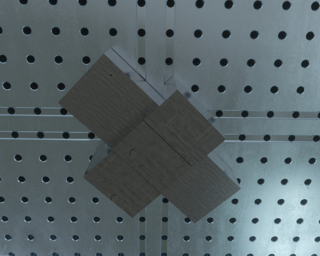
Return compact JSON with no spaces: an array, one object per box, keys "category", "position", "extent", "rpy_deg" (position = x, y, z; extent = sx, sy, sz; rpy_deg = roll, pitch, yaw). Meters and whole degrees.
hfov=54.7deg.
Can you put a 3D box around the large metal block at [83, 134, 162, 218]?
[{"category":"large metal block","position":[-0.044,0.054,0.404],"extent":[0.050,0.080,0.080],"rpy_deg":[-42,105,14]}]

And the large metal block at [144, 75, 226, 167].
[{"category":"large metal block","position":[0.028,-0.012,0.381],"extent":[0.050,0.080,0.080],"rpy_deg":[-42,105,14]}]

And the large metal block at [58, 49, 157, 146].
[{"category":"large metal block","position":[-0.061,-0.038,0.382],"extent":[0.080,0.050,0.080],"rpy_deg":[-43,105,15]}]

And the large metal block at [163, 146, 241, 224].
[{"category":"large metal block","position":[0.049,0.069,0.426],"extent":[0.080,0.050,0.080],"rpy_deg":[-42,105,14]}]

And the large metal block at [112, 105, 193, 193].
[{"category":"large metal block","position":[-0.008,0.021,0.392],"extent":[0.050,0.080,0.080],"rpy_deg":[-42,105,14]}]
